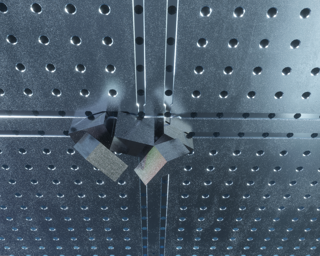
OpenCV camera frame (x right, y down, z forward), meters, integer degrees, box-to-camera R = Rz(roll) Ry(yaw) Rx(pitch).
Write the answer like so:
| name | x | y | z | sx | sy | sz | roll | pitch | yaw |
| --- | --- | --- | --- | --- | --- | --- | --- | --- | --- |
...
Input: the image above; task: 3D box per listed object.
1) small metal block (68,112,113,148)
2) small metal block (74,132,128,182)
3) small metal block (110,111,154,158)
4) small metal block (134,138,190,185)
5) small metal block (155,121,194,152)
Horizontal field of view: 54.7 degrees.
| name | x | y | z | sx | sy | sz | roll | pitch | yaw |
| --- | --- | --- | --- | --- | --- | --- | --- | --- | --- |
| small metal block | -0.087 | 0.011 | 0.420 | 0.050 | 0.025 | 0.050 | -15 | 129 | 12 |
| small metal block | -0.075 | 0.035 | 0.388 | 0.025 | 0.050 | 0.050 | -50 | 122 | -10 |
| small metal block | -0.035 | 0.009 | 0.402 | 0.050 | 0.050 | 0.025 | 14 | 129 | -13 |
| small metal block | 0.003 | 0.042 | 0.396 | 0.050 | 0.025 | 0.050 | -15 | 150 | -51 |
| small metal block | 0.011 | 0.025 | 0.434 | 0.050 | 0.025 | 0.050 | 29 | 124 | -23 |
